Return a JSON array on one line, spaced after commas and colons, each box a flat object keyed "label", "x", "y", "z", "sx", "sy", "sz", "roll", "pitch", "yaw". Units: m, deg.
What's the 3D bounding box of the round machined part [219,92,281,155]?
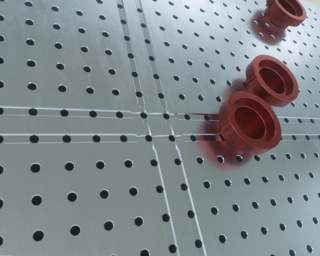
[{"label": "round machined part", "x": 0.130, "y": -0.003, "z": 0.468, "sx": 0.099, "sy": 0.042, "sz": 0.098, "roll": 13, "pitch": 56, "yaw": -21}]

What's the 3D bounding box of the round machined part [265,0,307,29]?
[{"label": "round machined part", "x": 0.283, "y": -0.269, "z": 0.712, "sx": 0.099, "sy": 0.042, "sz": 0.098, "roll": 13, "pitch": 56, "yaw": -21}]

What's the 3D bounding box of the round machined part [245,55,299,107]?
[{"label": "round machined part", "x": 0.191, "y": -0.078, "z": 0.546, "sx": 0.099, "sy": 0.042, "sz": 0.098, "roll": 13, "pitch": 56, "yaw": -21}]
